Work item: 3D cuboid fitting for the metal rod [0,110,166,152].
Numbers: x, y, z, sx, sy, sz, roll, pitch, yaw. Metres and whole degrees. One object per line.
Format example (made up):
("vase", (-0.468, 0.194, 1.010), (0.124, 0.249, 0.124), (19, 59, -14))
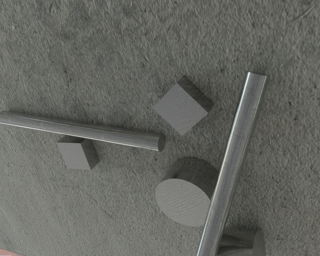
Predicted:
("metal rod", (-0.134, 0.001, 0.477), (0.301, 0.025, 0.025), (8, 122, 24))

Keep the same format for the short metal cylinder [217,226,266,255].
("short metal cylinder", (0.110, 0.178, 0.423), (0.050, 0.080, 0.080), (-4, 117, 30))

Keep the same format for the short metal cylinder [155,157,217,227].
("short metal cylinder", (0.041, 0.086, 0.423), (0.080, 0.050, 0.079), (13, 124, 21))

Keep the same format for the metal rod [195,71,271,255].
("metal rod", (0.074, 0.082, 0.366), (0.025, 0.025, 0.298), (17, 109, 18))

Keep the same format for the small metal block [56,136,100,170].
("small metal block", (-0.132, 0.039, 0.500), (0.050, 0.025, 0.050), (0, 119, 28))

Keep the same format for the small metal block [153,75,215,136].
("small metal block", (0.028, -0.027, 0.376), (0.050, 0.025, 0.050), (44, 129, -3))
